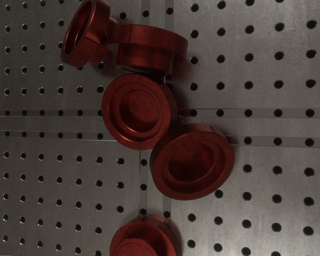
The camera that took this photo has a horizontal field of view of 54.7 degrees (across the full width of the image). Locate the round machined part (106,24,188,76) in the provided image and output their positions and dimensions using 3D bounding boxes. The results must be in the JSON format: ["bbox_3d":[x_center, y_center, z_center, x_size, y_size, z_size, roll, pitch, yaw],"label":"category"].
[{"bbox_3d":[-0.017,-0.090,0.378,0.098,0.098,0.042,9,92,19],"label":"round machined part"}]

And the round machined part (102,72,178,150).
[{"bbox_3d":[-0.023,-0.024,0.402,0.098,0.042,0.097,7,107,22],"label":"round machined part"}]

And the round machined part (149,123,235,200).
[{"bbox_3d":[0.035,0.036,0.373,0.099,0.042,0.097,-6,120,-11],"label":"round machined part"}]

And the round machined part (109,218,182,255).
[{"bbox_3d":[-0.024,0.173,0.411,0.098,0.042,0.097,0,90,19],"label":"round machined part"}]

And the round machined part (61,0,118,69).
[{"bbox_3d":[-0.092,-0.125,0.418,0.098,0.042,0.098,-30,49,42],"label":"round machined part"}]
